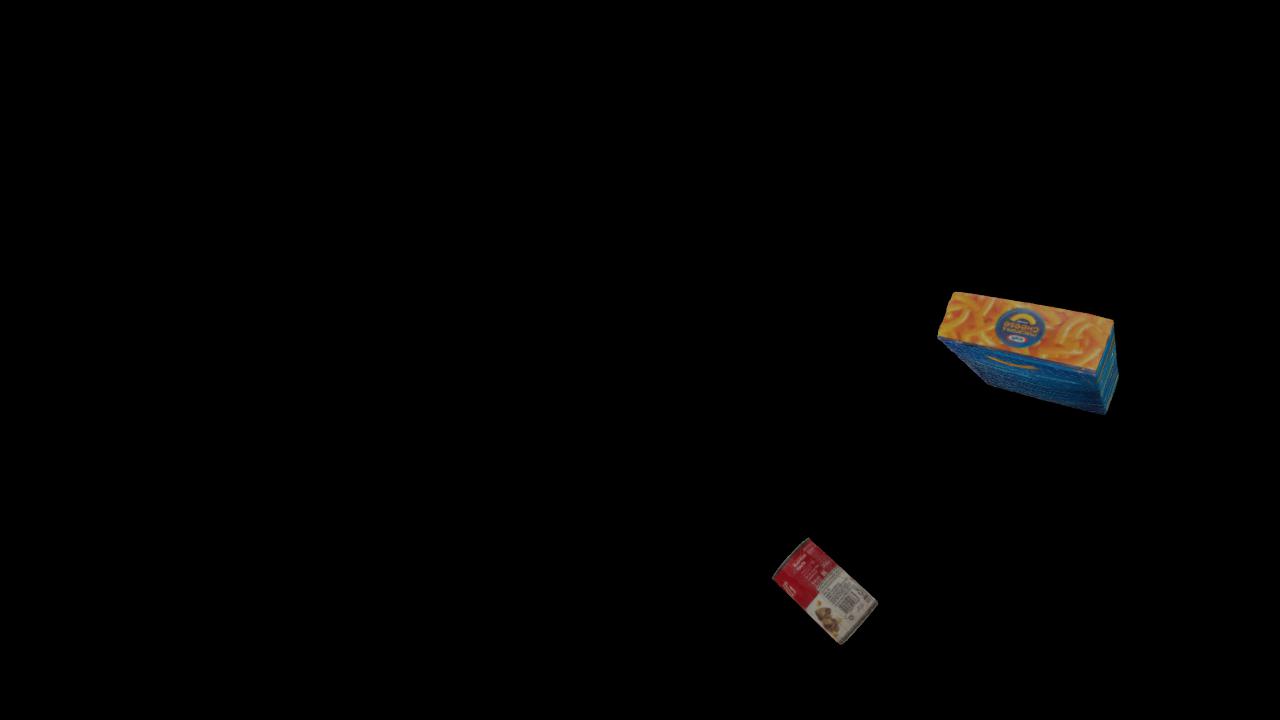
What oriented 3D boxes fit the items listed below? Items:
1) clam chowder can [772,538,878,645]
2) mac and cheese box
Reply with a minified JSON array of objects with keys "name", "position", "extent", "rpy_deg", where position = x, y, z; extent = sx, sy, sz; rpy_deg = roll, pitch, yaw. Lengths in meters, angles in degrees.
[{"name":"clam chowder can","position":[0.215,0.268,0.717],"extent":[0.102,0.068,0.068],"rpy_deg":[41,21,27]},{"name":"mac and cheese box","position":[0.292,-0.001,0.454],"extent":[0.093,0.041,0.184],"rpy_deg":[21,2,39]}]
